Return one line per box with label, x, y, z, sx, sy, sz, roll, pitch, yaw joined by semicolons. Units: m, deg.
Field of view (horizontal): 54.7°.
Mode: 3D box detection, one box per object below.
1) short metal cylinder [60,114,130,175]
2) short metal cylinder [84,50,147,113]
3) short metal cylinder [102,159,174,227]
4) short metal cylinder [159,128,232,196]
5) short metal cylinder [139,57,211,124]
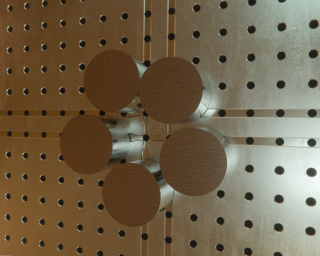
short metal cylinder;-0.089;0.021;0.431;0.080;0.050;0.079;0;90;20
short metal cylinder;-0.054;-0.060;0.418;0.080;0.050;0.079;0;90;19
short metal cylinder;-0.028;0.083;0.408;0.080;0.050;0.080;0;90;20
short metal cylinder;0.046;0.039;0.382;0.080;0.050;0.079;1;92;19
short metal cylinder;0.020;-0.045;0.391;0.080;0.050;0.079;0;90;20
